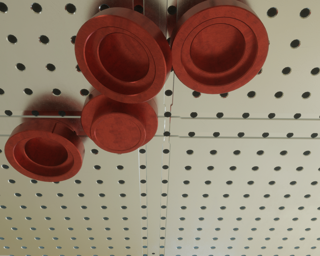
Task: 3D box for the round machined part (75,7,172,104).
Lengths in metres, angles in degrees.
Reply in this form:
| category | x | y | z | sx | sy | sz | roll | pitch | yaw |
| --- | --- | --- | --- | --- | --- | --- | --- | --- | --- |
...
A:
| category | x | y | z | sx | sy | sz | roll | pitch | yaw |
| --- | --- | --- | --- | --- | --- | --- | --- | --- | --- |
| round machined part | -0.034 | -0.077 | 0.322 | 0.098 | 0.042 | 0.097 | 12 | 133 | 14 |

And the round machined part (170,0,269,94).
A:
| category | x | y | z | sx | sy | sz | roll | pitch | yaw |
| --- | --- | --- | --- | --- | --- | --- | --- | --- | --- |
| round machined part | 0.059 | -0.087 | 0.327 | 0.099 | 0.042 | 0.097 | -1 | 130 | 0 |

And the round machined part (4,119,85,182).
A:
| category | x | y | z | sx | sy | sz | roll | pitch | yaw |
| --- | --- | --- | --- | --- | --- | --- | --- | --- | --- |
| round machined part | -0.152 | 0.026 | 0.420 | 0.099 | 0.042 | 0.097 | -1 | 130 | 0 |

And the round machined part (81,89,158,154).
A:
| category | x | y | z | sx | sy | sz | roll | pitch | yaw |
| --- | --- | --- | --- | --- | --- | --- | --- | --- | --- |
| round machined part | -0.052 | -0.005 | 0.396 | 0.099 | 0.042 | 0.097 | -1 | 130 | 0 |
